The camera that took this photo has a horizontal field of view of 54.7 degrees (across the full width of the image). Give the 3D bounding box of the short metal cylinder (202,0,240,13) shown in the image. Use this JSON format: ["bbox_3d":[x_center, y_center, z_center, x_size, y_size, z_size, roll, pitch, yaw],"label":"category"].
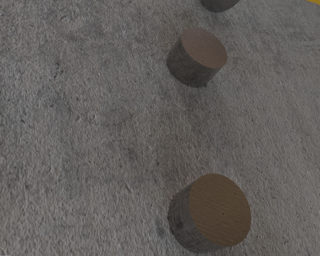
[{"bbox_3d":[0.116,-0.271,0.596,0.081,0.080,0.050,-4,64,-30],"label":"short metal cylinder"}]

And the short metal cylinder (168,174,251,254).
[{"bbox_3d":[0.056,0.099,0.357,0.081,0.050,0.080,14,56,-21],"label":"short metal cylinder"}]

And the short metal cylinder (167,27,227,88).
[{"bbox_3d":[0.057,-0.110,0.486,0.081,0.050,0.080,14,56,-21],"label":"short metal cylinder"}]
